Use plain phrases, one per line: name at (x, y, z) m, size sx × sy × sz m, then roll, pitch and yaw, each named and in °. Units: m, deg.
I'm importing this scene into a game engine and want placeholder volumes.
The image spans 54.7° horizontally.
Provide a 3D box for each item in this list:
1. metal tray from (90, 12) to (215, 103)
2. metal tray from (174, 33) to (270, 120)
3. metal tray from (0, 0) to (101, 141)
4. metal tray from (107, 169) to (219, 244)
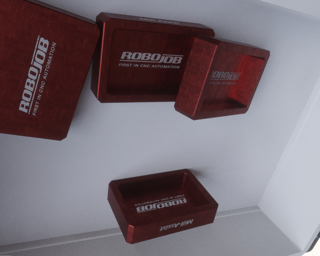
metal tray at (-0.008, -0.076, 0.353) m, size 0.131 × 0.030 × 0.089 m, roll -3°, pitch 120°, yaw -27°
metal tray at (0.080, -0.060, 0.381) m, size 0.131 × 0.030 × 0.089 m, roll -8°, pitch 122°, yaw -47°
metal tray at (-0.123, -0.055, 0.305) m, size 0.091 × 0.030 × 0.129 m, roll 11°, pitch 113°, yaw -33°
metal tray at (0.003, 0.103, 0.431) m, size 0.131 × 0.090 × 0.030 m, roll -5°, pitch 121°, yaw -26°
